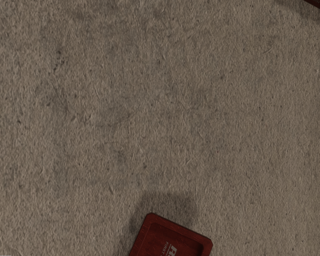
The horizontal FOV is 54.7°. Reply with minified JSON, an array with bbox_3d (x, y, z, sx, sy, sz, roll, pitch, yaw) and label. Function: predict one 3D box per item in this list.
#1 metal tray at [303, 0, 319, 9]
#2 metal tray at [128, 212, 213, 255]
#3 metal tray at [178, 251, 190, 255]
[{"bbox_3d":[0.251,-0.254,0.500,0.131,0.030,0.090,16,85,-20],"label":"metal tray"},{"bbox_3d":[0.000,0.183,0.385,0.090,0.030,0.130,24,77,3],"label":"metal tray"},{"bbox_3d":[0.031,0.249,0.419,0.090,0.030,0.130,39,77,-16],"label":"metal tray"}]
